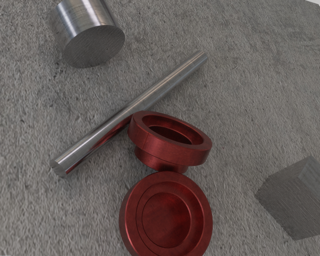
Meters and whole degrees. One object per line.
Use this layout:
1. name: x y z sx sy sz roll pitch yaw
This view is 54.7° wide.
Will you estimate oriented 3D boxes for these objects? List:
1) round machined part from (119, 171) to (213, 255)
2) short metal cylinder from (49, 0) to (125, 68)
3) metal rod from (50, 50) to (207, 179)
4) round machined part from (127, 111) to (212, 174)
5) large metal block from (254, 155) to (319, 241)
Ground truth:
1. round machined part: 0.003 0.098 0.330 0.099 0.042 0.098 10 64 -22
2. short metal cylinder: -0.092 -0.121 0.393 0.081 0.080 0.050 -16 71 -35
3. metal rod: -0.019 -0.036 0.415 0.025 0.025 0.302 45 51 3
4. round machined part: 0.008 0.019 0.366 0.099 0.042 0.098 19 19 -6
5. large metal block: 0.190 0.095 0.413 0.080 0.080 0.050 49 51 6
